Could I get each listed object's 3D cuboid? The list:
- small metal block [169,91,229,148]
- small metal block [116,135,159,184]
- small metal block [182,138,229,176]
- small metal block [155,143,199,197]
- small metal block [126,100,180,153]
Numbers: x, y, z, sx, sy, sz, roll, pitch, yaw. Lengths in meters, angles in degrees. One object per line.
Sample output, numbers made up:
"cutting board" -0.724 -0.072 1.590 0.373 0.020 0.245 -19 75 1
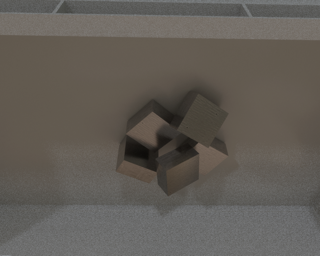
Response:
"small metal block" 0.048 -0.010 0.384 0.050 0.025 0.050 30 91 -24
"small metal block" -0.030 0.042 0.425 0.050 0.050 0.025 23 126 -19
"small metal block" 0.059 0.035 0.437 0.050 0.025 0.050 28 124 -23
"small metal block" 0.024 0.055 0.406 0.050 0.025 0.050 -25 134 -22
"small metal block" -0.008 -0.001 0.405 0.050 0.025 0.050 36 121 -27
